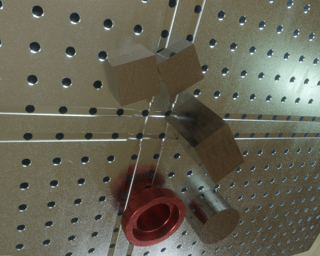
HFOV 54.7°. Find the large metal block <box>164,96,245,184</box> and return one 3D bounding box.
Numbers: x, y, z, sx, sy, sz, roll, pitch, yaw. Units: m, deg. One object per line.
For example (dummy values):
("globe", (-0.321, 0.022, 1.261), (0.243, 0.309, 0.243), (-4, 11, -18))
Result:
("large metal block", (0.060, 0.015, 0.420), (0.050, 0.080, 0.080), (-37, 130, -4))

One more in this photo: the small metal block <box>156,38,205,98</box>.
("small metal block", (0.021, -0.073, 0.379), (0.050, 0.025, 0.050), (-32, 129, -8))

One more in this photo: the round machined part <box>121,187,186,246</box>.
("round machined part", (-0.013, 0.130, 0.475), (0.099, 0.042, 0.097), (-14, 124, -21))

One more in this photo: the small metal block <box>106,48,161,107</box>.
("small metal block", (-0.030, -0.059, 0.360), (0.050, 0.025, 0.050), (-20, 126, -17))

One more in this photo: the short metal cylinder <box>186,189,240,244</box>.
("short metal cylinder", (0.091, 0.156, 0.544), (0.081, 0.050, 0.079), (-14, 124, -21))
